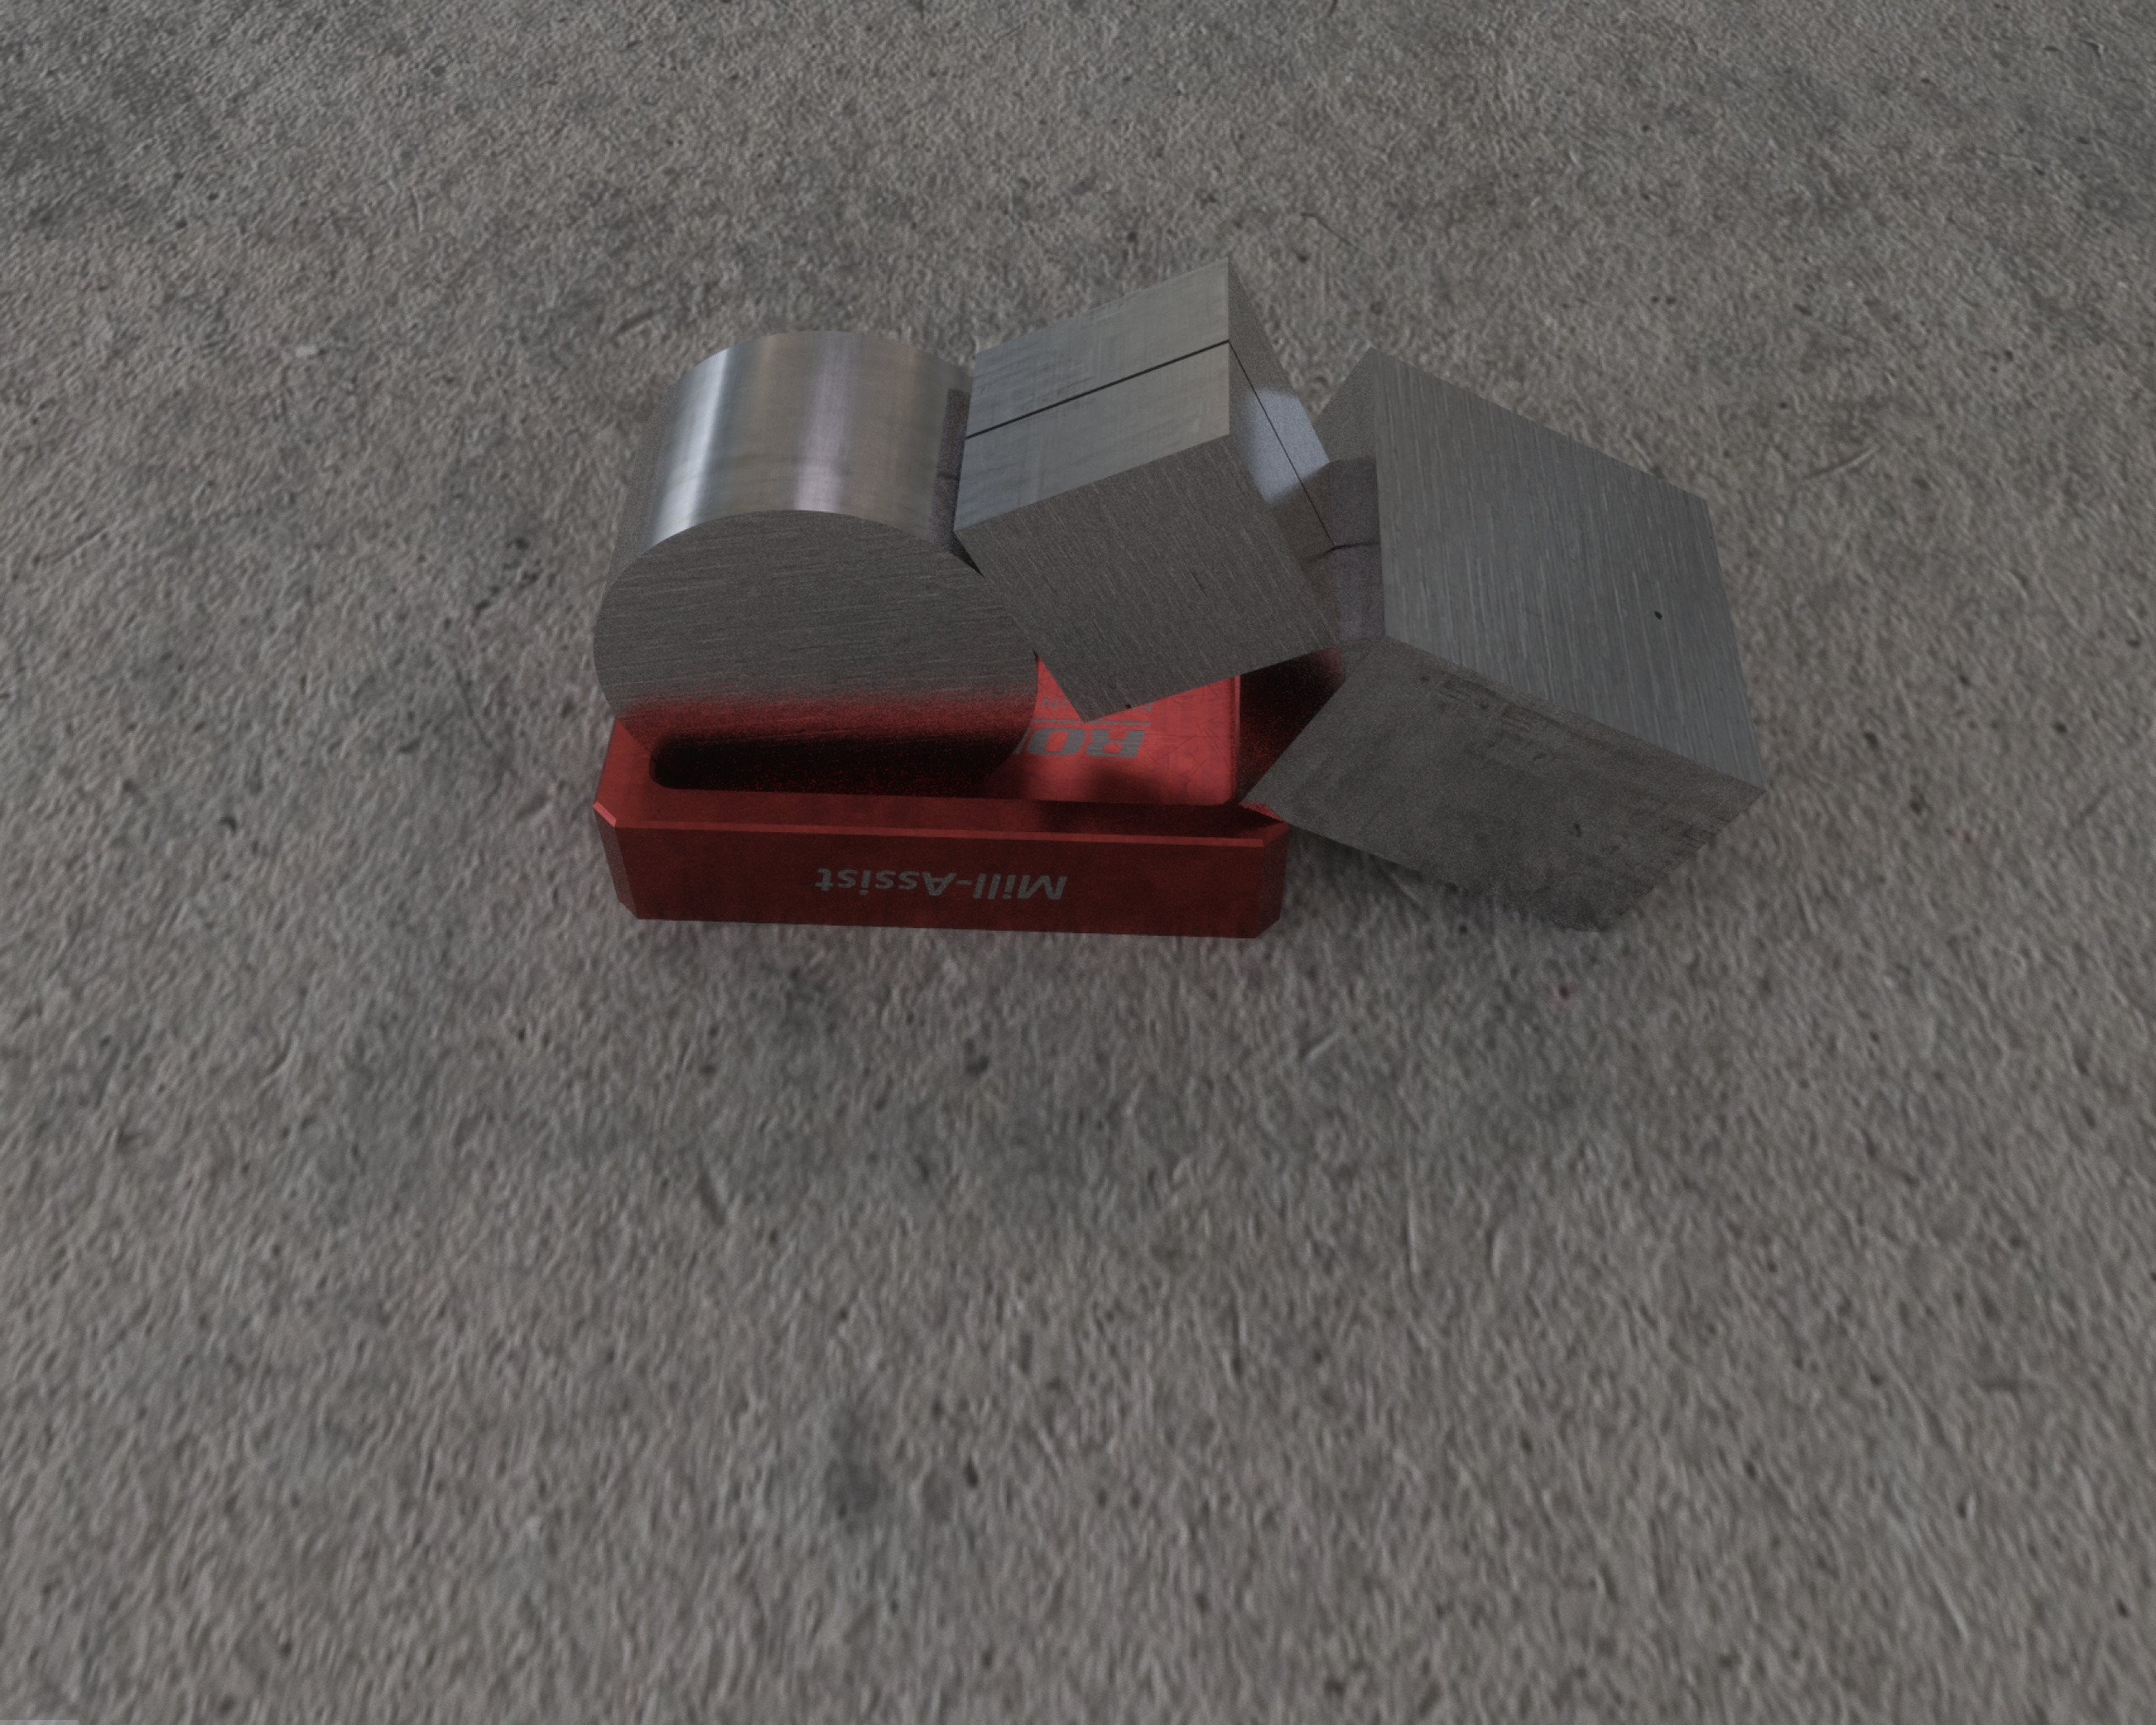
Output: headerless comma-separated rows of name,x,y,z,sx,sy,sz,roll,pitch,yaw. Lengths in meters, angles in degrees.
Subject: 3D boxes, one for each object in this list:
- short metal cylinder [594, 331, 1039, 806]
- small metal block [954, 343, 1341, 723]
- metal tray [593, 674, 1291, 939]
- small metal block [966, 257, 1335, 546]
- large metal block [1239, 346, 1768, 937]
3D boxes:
short metal cylinder,-0.047,-0.053,0.396,0.081,0.080,0.050,1,50,0
small metal block,0.013,-0.056,0.367,0.050,0.050,0.025,-16,45,21
metal tray,-0.024,-0.030,0.426,0.131,0.030,0.090,2,50,1
small metal block,0.014,-0.076,0.384,0.050,0.050,0.025,-16,45,21
large metal block,0.079,-0.042,0.406,0.080,0.050,0.080,20,48,-18
